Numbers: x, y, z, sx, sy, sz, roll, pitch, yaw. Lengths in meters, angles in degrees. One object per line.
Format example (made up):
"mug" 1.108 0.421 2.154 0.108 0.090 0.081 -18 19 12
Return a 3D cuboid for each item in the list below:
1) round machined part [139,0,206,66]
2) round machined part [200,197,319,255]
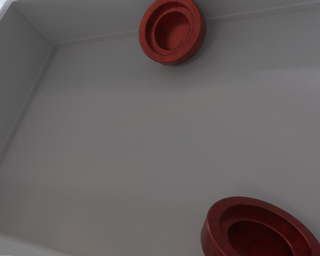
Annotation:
"round machined part" 0.022 -0.139 0.453 0.098 0.042 0.097 -2 86 28
"round machined part" 0.082 0.106 0.264 0.098 0.099 0.042 35 122 38
